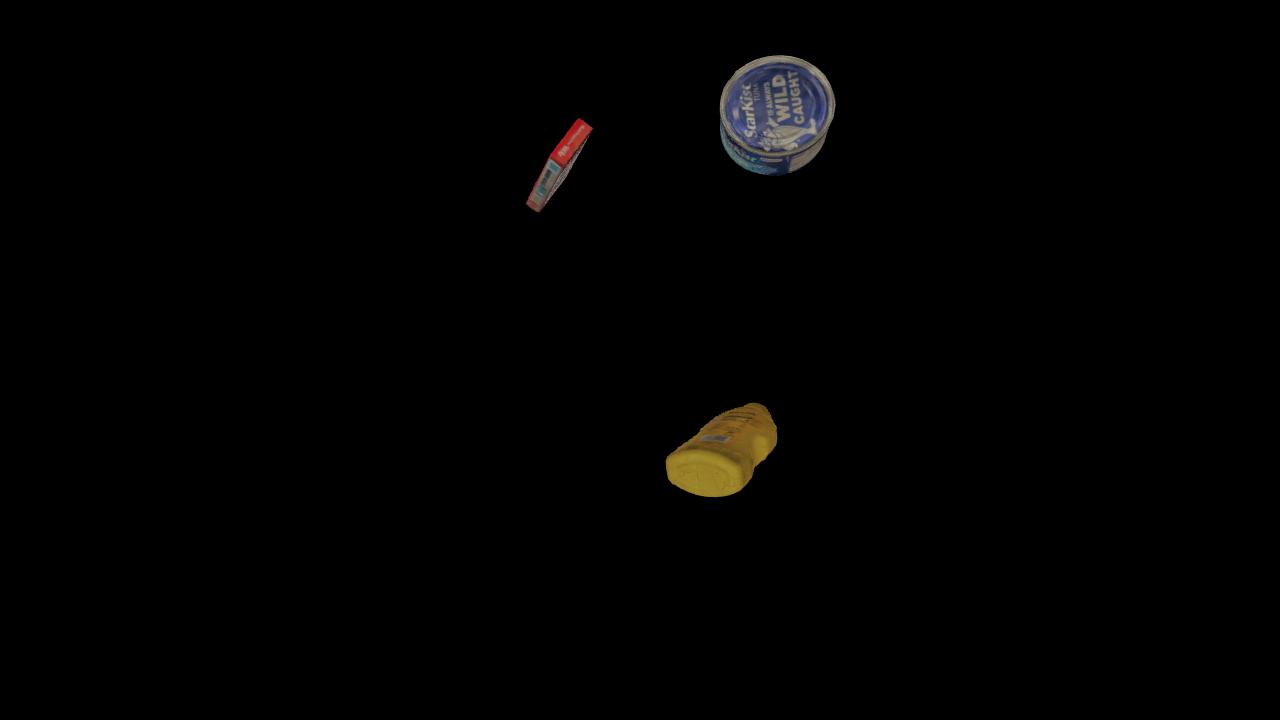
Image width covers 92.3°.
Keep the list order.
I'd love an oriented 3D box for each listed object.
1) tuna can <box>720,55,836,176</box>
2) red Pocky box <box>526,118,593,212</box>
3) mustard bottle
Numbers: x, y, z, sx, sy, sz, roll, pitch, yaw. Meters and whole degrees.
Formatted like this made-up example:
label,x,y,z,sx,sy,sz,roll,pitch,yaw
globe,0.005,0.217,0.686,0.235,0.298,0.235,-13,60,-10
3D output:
label,x,y,z,sx,sy,sz,roll,pitch,yaw
tuna can,0.102,-0.185,0.468,0.084,0.084,0.034,0,-13,6
red Pocky box,-0.122,-0.285,0.913,0.028,0.083,0.155,37,-23,-12
mustard bottle,0.110,0.092,0.711,0.092,0.054,0.184,-7,14,33
